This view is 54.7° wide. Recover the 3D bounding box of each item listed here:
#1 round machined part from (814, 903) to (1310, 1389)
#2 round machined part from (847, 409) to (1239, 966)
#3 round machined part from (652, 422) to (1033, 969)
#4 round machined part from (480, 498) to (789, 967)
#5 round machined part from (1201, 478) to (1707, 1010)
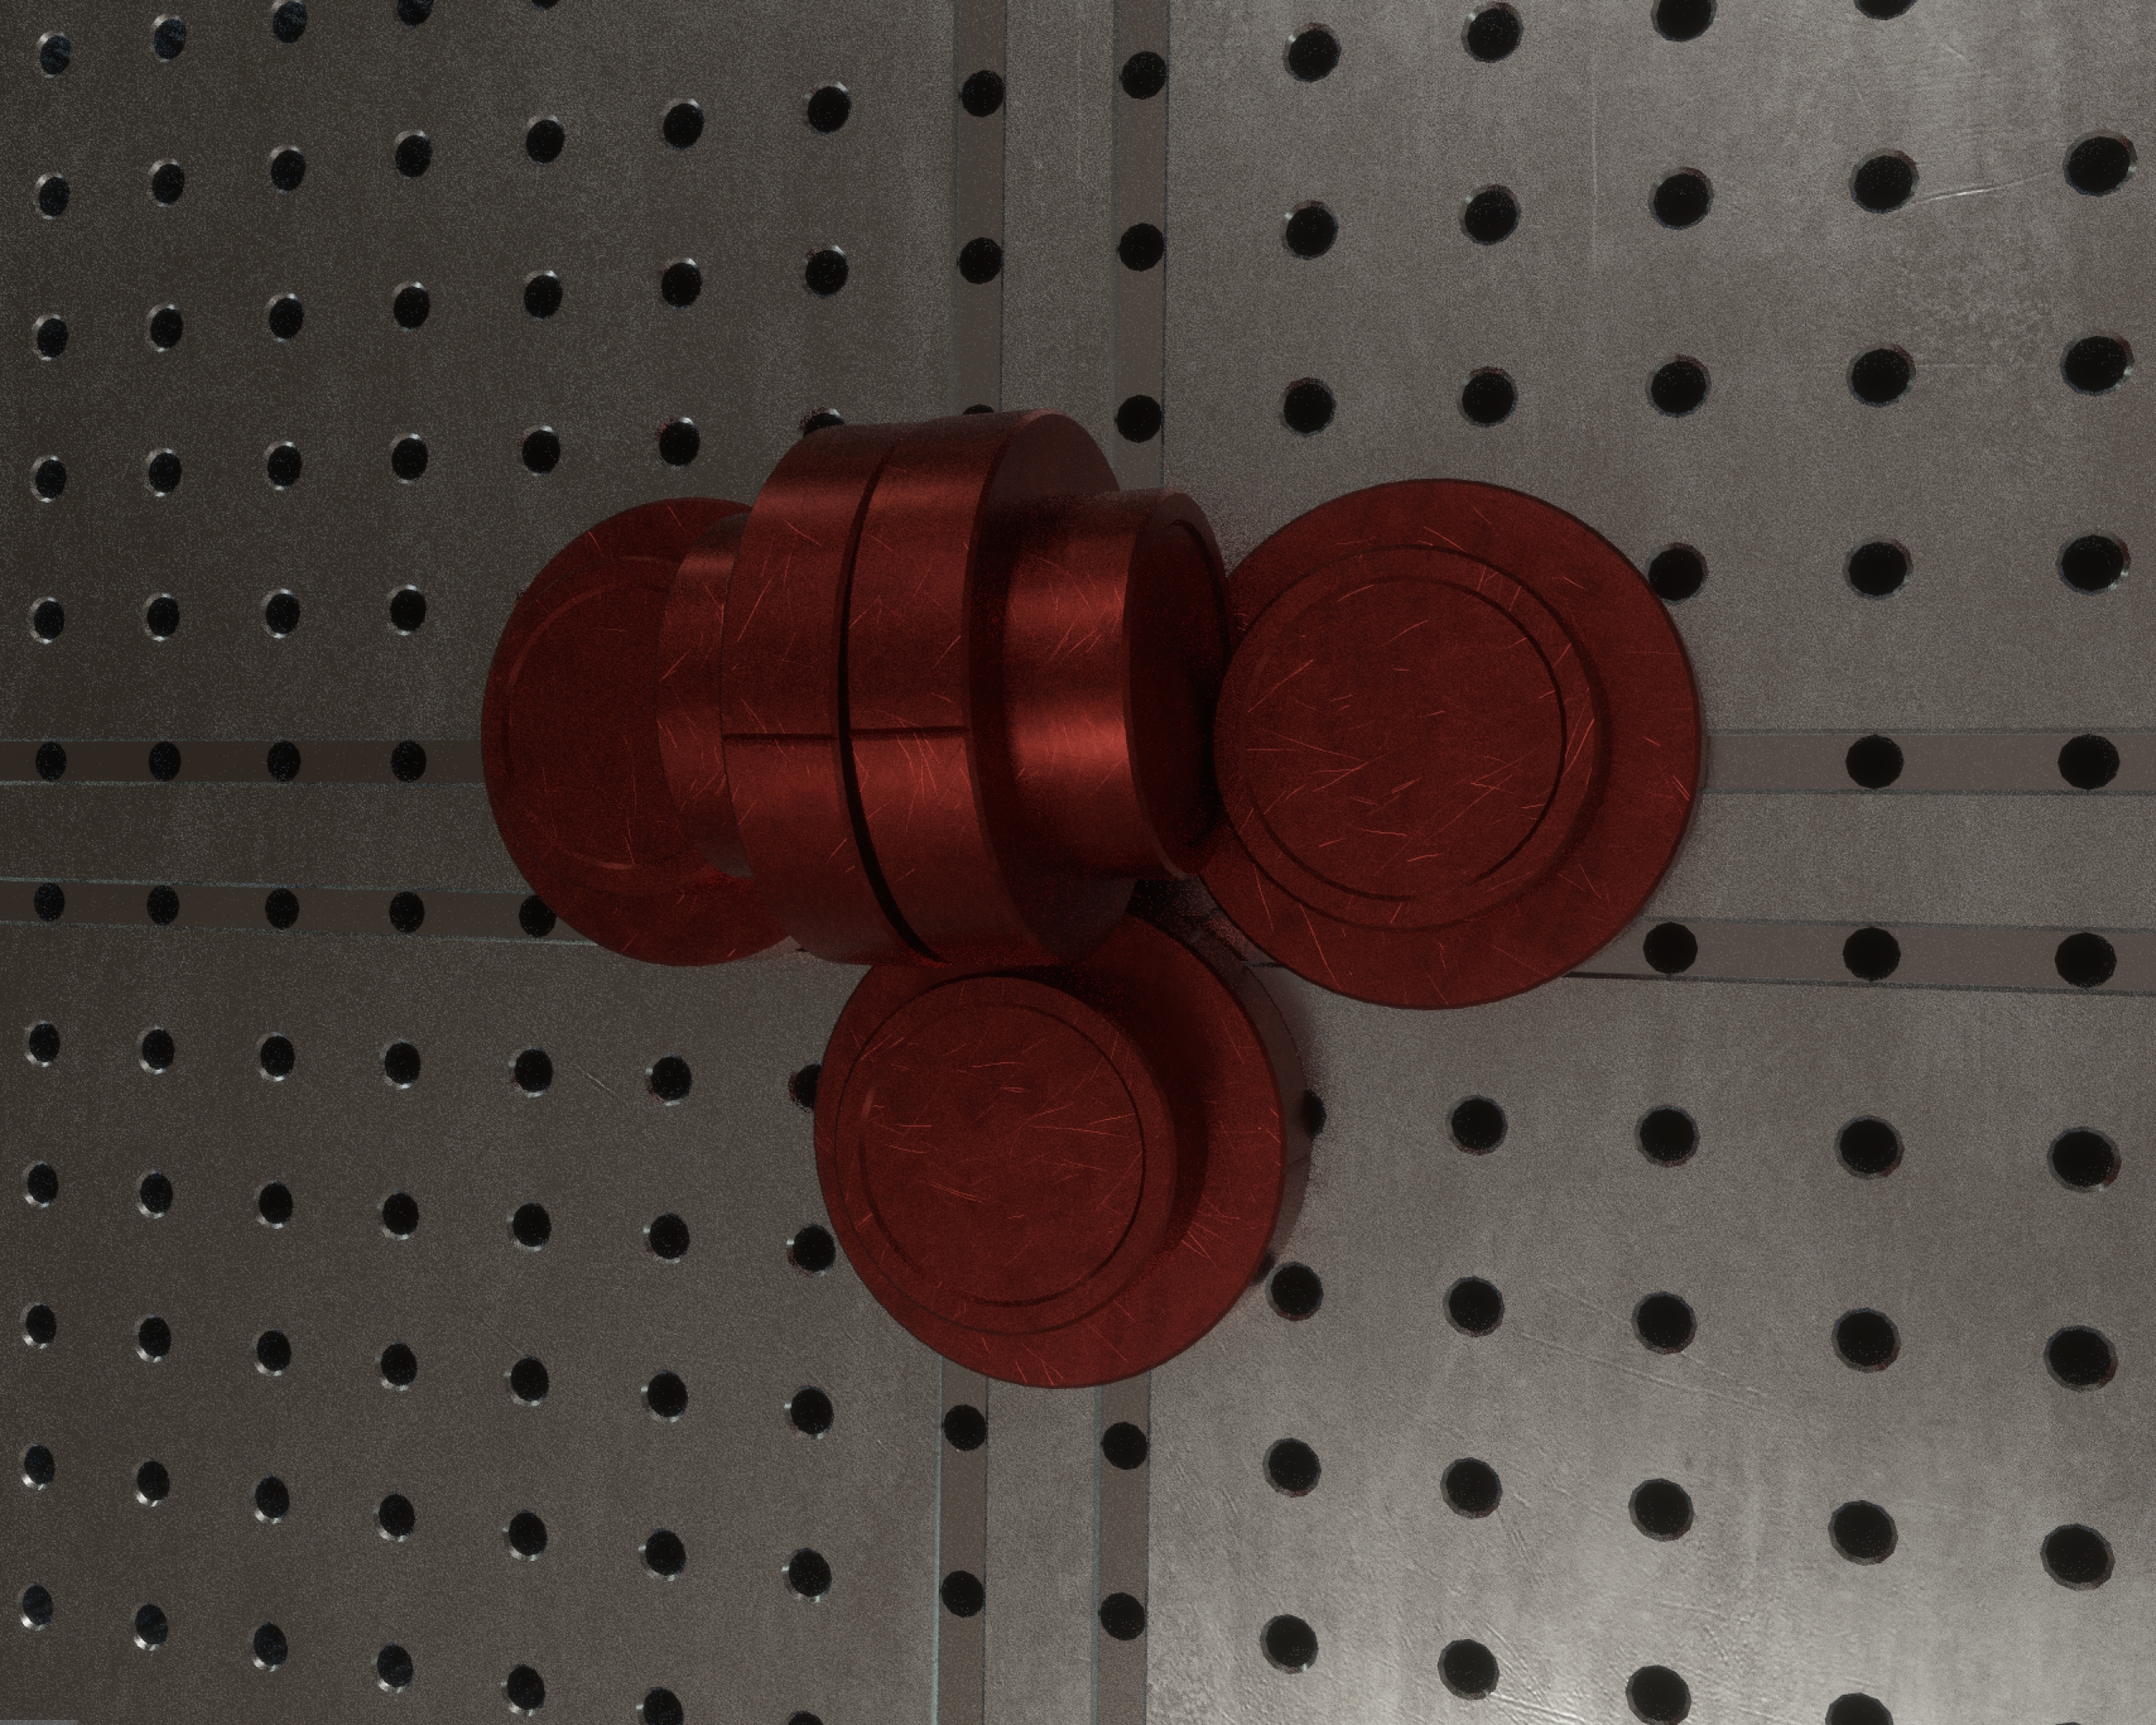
[{"bbox_3d":[-0.007,0.054,0.405,0.098,0.042,0.097,0,90,19],"label":"round machined part"},{"bbox_3d":[0.000,-0.031,0.367,0.042,0.098,0.097,-1,90,20],"label":"round machined part"},{"bbox_3d":[-0.042,-0.030,0.381,0.042,0.098,0.097,1,91,20],"label":"round machined part"},{"bbox_3d":[-0.083,-0.027,0.431,0.098,0.042,0.097,0,90,19],"label":"round machined part"},{"bbox_3d":[0.062,-0.022,0.380,0.098,0.042,0.097,0,90,19],"label":"round machined part"}]
